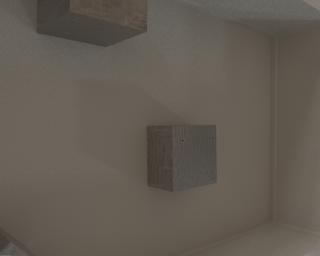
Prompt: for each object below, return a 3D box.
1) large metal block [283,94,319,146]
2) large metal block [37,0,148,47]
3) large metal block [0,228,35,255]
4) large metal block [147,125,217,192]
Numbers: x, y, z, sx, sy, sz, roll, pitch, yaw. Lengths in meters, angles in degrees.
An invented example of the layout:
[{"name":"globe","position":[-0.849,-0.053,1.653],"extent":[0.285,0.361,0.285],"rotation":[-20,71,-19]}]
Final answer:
[{"name":"large metal block","position":[0.312,-0.017,0.654],"extent":[0.080,0.050,0.080],"rotation":[-36,113,-34]},{"name":"large metal block","position":[-0.069,-0.121,0.312],"extent":[0.081,0.080,0.050],"rotation":[1,90,-40]},{"name":"large metal block","position":[-0.145,0.128,0.250],"extent":[0.080,0.080,0.050],"rotation":[-51,120,-28]},{"name":"large metal block","position":[0.030,0.036,0.415],"extent":[0.081,0.050,0.079],"rotation":[-2,91,-40]}]
